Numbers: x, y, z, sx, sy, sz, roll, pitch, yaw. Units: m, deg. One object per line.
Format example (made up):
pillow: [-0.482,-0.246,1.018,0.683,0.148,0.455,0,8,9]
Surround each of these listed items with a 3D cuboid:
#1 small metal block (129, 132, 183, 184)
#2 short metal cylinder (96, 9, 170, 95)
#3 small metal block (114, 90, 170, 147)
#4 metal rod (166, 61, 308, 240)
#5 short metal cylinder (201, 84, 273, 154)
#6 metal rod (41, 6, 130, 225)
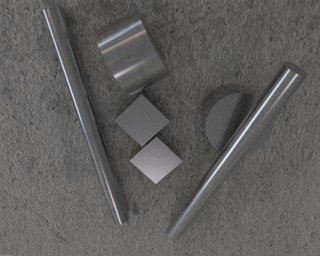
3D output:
small metal block: [-0.005,0.040,0.424,0.050,0.025,0.050,-42,105,14]
short metal cylinder: [-0.029,-0.084,0.349,0.050,0.080,0.080,-26,108,9]
small metal block: [-0.023,-0.013,0.405,0.050,0.025,0.050,-42,105,14]
metal rod: [0.075,0.051,0.381,0.025,0.025,0.298,21,127,-8]
short metal cylinder: [0.095,-0.012,0.393,0.081,0.050,0.079,0,110,0]
metal rod: [-0.091,-0.002,0.408,0.025,0.025,0.298,-12,110,4]
